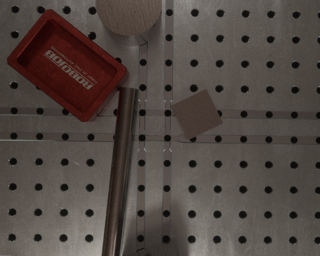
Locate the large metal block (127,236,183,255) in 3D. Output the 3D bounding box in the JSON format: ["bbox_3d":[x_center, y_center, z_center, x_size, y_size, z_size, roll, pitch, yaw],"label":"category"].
[{"bbox_3d":[-0.006,0.187,0.386,0.080,0.080,0.050,-21,90,0],"label":"large metal block"}]

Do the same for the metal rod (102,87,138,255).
[{"bbox_3d":[-0.057,0.096,0.412,0.025,0.025,0.298,6,90,-1],"label":"metal rod"}]

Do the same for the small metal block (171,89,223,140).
[{"bbox_3d":[0.049,-0.018,0.414,0.050,0.025,0.050,-26,90,-1],"label":"small metal block"}]

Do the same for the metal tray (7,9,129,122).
[{"bbox_3d":[-0.119,-0.080,0.409,0.130,0.030,0.090,38,90,-1],"label":"metal tray"}]

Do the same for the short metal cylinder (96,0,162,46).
[{"bbox_3d":[-0.038,-0.152,0.400,0.081,0.050,0.079,0,90,-1],"label":"short metal cylinder"}]
